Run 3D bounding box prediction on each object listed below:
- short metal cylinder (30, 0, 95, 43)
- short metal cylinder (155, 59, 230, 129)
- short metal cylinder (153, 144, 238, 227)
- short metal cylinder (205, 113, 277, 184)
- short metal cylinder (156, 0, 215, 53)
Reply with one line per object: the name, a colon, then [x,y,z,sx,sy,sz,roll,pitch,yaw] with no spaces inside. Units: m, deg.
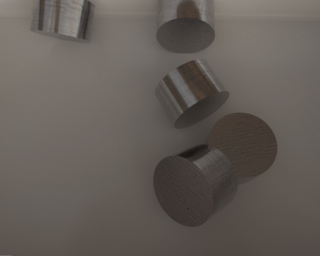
short metal cylinder: [-0.133,-0.151,0.427,0.080,0.080,0.050,10,98,4]
short metal cylinder: [0.040,-0.042,0.396,0.080,0.080,0.050,-27,72,-9]
short metal cylinder: [0.039,0.063,0.350,0.050,0.080,0.080,-17,66,-46]
short metal cylinder: [0.097,0.027,0.387,0.081,0.050,0.080,0,70,0]
short metal cylinder: [0.036,-0.148,0.435,0.080,0.080,0.050,2,70,1]
